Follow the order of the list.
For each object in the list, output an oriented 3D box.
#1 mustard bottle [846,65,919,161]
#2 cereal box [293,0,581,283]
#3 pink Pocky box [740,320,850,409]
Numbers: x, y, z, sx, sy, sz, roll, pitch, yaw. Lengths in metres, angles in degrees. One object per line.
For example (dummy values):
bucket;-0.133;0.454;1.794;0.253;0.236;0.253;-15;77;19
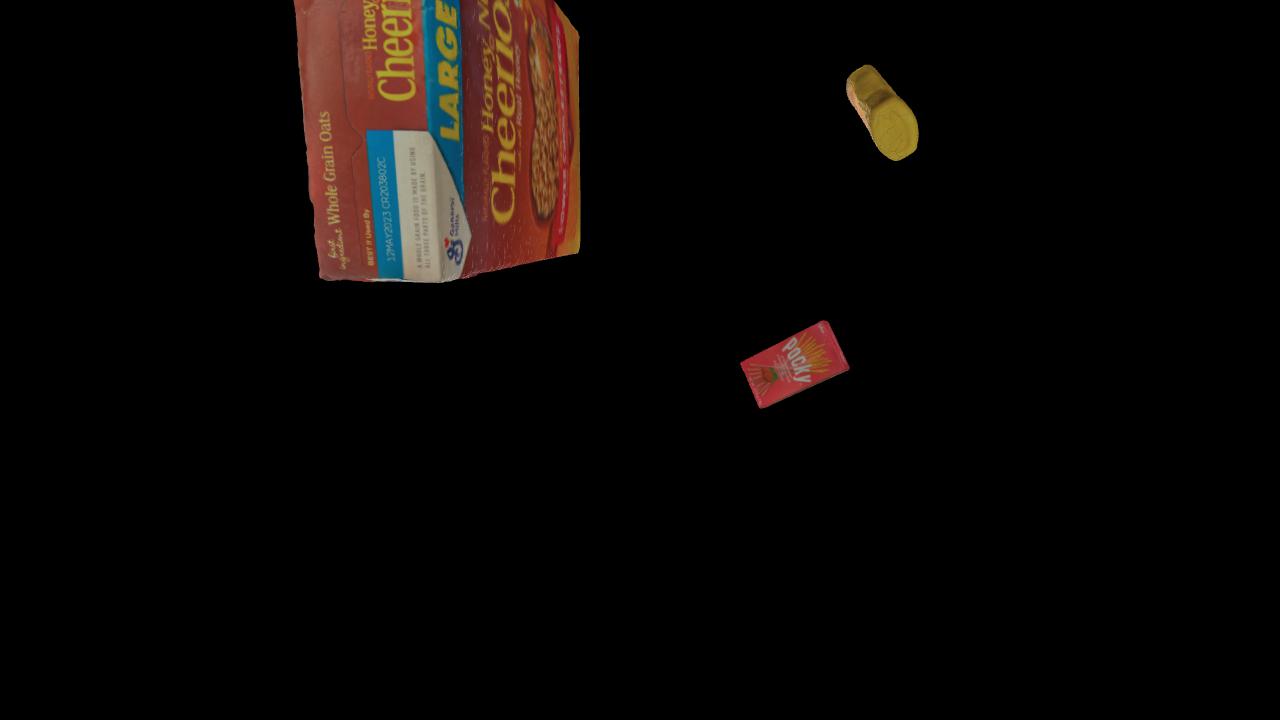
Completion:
mustard bottle;0.318;-0.350;0.833;0.054;0.184;0.092;-33;-53;27
cereal box;-0.110;-0.168;0.432;0.081;0.203;0.306;2;12;7
pink Pocky box;0.240;0.009;0.965;0.155;0.084;0.029;-29;-17;31
